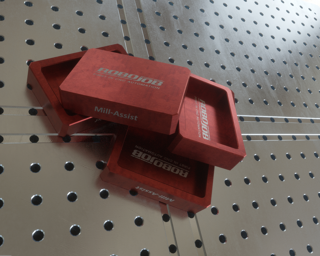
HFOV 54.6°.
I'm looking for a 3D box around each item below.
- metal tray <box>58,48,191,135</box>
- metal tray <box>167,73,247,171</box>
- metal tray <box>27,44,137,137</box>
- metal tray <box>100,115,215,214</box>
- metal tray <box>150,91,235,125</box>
[{"bbox_3d":[-0.037,-0.046,0.361,0.131,0.030,0.090,13,45,6],"label":"metal tray"},{"bbox_3d":[0.056,-0.015,0.403,0.091,0.030,0.130,18,43,-17],"label":"metal tray"},{"bbox_3d":[-0.084,-0.053,0.391,0.131,0.030,0.090,-25,75,-36],"label":"metal tray"},{"bbox_3d":[0.003,0.040,0.381,0.131,0.030,0.090,24,53,-14],"label":"metal tray"},{"bbox_3d":[0.046,-0.031,0.447,0.131,0.030,0.090,17,55,-17],"label":"metal tray"}]
